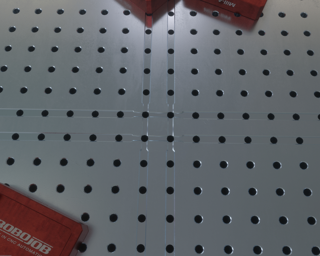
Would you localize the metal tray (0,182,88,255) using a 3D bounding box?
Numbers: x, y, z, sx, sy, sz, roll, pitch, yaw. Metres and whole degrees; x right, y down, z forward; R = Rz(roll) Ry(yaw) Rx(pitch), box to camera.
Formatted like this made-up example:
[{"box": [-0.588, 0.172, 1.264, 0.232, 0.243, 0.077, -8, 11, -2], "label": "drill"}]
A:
[{"box": [-0.163, 0.129, 0.361, 0.130, 0.030, 0.090, 24, 72, 8], "label": "metal tray"}]

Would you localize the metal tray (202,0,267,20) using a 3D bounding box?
[{"box": [0.114, -0.236, 0.496, 0.130, 0.030, 0.090, 24, 72, 8], "label": "metal tray"}]

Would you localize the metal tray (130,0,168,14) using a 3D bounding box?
[{"box": [-0.033, -0.255, 0.502, 0.130, 0.030, 0.090, 41, 75, 13], "label": "metal tray"}]
